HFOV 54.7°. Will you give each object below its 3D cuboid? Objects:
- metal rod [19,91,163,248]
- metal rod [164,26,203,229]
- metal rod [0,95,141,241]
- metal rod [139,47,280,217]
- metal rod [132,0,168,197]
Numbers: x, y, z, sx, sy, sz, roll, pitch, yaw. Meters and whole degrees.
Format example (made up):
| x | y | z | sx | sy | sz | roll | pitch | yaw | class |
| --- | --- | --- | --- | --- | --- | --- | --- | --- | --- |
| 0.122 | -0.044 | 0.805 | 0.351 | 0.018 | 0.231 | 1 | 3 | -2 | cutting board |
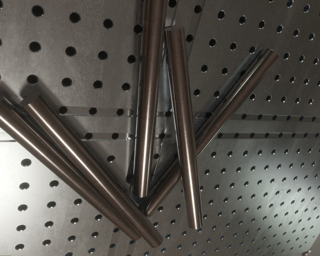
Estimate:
| x | y | z | sx | sy | sz | roll | pitch | yaw | class |
| --- | --- | --- | --- | --- | --- | --- | --- | --- | --- |
| -0.070 | 0.074 | 0.406 | 0.025 | 0.025 | 0.299 | -35 | 125 | -5 | metal rod |
| 0.035 | 0.018 | 0.418 | 0.025 | 0.025 | 0.298 | -18 | 118 | -18 | metal rod |
| -0.101 | 0.072 | 0.401 | 0.025 | 0.025 | 0.299 | -37 | 130 | -4 | metal rod |
| 0.067 | 0.012 | 0.456 | 0.025 | 0.025 | 0.299 | 31 | 101 | -38 | metal rod |
| -0.015 | -0.036 | 0.382 | 0.025 | 0.025 | 0.298 | -9 | 122 | -24 | metal rod |
